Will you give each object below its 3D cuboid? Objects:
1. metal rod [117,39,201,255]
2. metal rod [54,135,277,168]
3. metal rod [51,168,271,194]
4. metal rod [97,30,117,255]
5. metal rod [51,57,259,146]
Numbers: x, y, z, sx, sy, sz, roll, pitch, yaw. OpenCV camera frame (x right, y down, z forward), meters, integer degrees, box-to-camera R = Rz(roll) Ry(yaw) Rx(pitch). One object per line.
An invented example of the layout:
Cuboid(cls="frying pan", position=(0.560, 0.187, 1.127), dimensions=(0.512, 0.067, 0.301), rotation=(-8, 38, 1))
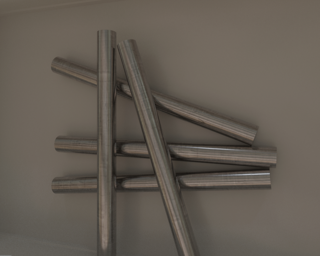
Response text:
Cuboid(cls="metal rod", position=(0.000, 0.034, 0.381), dimensions=(0.025, 0.025, 0.299), rotation=(-19, 84, 19))
Cuboid(cls="metal rod", position=(-0.007, 0.029, 0.410), dimensions=(0.301, 0.025, 0.025), rotation=(2, 91, 19))
Cuboid(cls="metal rod", position=(-0.012, 0.073, 0.412), dimensions=(0.301, 0.025, 0.025), rotation=(-5, 88, 19))
Cuboid(cls="metal rod", position=(-0.070, 0.024, 0.405), dimensions=(0.025, 0.025, 0.298), rotation=(0, 90, 19))
Cuboid(cls="metal rod", position=(-0.020, -0.042, 0.414), dimensions=(0.301, 0.025, 0.025), rotation=(21, 97, 18))
